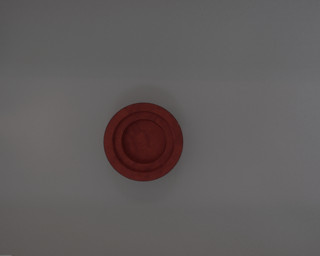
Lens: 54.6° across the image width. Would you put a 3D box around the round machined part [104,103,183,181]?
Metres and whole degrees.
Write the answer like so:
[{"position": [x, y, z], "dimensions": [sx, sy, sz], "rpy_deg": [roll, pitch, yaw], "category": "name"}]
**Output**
[{"position": [-0.020, 0.017, 0.403], "dimensions": [0.099, 0.042, 0.097], "rpy_deg": [0, 90, 0], "category": "round machined part"}]
